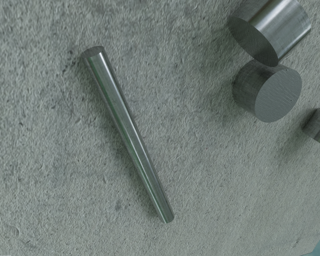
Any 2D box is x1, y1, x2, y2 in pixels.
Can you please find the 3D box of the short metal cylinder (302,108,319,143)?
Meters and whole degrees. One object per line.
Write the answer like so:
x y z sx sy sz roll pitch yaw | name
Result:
0.299 0.006 0.539 0.081 0.080 0.050 18 109 -35 | short metal cylinder

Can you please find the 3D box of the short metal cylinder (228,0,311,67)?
0.128 -0.119 0.368 0.050 0.080 0.080 -45 129 3 | short metal cylinder

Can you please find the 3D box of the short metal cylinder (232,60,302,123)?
0.151 -0.054 0.440 0.081 0.050 0.079 -14 124 -21 | short metal cylinder

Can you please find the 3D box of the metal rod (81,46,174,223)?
-0.029 0.032 0.411 0.025 0.025 0.299 -28 128 -11 | metal rod
